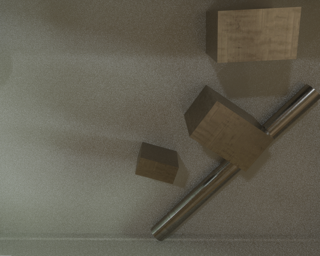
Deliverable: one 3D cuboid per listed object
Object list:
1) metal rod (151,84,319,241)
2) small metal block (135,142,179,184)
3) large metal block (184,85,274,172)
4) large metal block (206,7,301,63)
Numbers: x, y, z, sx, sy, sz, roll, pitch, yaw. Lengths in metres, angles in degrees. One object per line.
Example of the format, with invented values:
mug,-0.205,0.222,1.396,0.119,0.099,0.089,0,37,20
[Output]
metal rod,0.096,0.057,0.433,0.025,0.025,0.299,40,105,-14
small metal block,-0.004,0.046,0.415,0.050,0.050,0.025,16,109,-6
large metal block,0.080,-0.003,0.382,0.080,0.080,0.050,32,107,-12
large metal block,0.097,-0.105,0.345,0.081,0.080,0.050,-3,110,0
